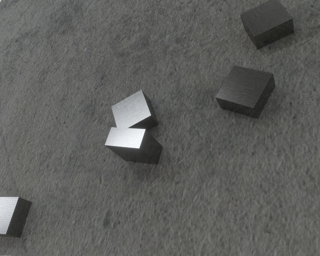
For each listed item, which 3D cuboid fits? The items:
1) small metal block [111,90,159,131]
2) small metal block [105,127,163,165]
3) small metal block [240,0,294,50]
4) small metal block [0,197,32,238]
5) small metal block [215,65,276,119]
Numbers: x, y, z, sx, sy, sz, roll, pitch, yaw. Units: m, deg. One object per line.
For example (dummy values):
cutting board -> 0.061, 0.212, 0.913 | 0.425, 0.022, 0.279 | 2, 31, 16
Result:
small metal block -> -0.035, -0.018, 0.432 | 0.050, 0.025, 0.050 | -28, 52, 10
small metal block -> -0.032, 0.023, 0.389 | 0.050, 0.050, 0.025 | 3, 63, 29
small metal block -> 0.143, -0.140, 0.415 | 0.050, 0.025, 0.050 | -24, 53, 13
small metal block -> -0.217, 0.126, 0.438 | 0.050, 0.025, 0.050 | -6, 59, 25
small metal block -> 0.104, -0.044, 0.376 | 0.050, 0.025, 0.050 | 22, 73, 35
